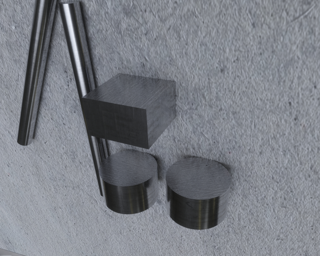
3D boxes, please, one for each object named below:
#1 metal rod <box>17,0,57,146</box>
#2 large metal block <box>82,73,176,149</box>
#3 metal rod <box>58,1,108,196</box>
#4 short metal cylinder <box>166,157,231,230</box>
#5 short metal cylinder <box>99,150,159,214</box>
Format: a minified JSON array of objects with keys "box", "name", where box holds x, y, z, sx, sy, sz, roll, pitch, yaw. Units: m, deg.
[{"box":[-0.183,-0.081,0.453,0.025,0.025,0.298,33,129,6],"name":"metal rod"},{"box":[-0.033,-0.024,0.374,0.080,0.080,0.050,12,123,22],"name":"large metal block"},{"box":[-0.099,-0.022,0.445,0.025,0.025,0.298,9,123,23],"name":"metal rod"},{"box":[0.048,0.082,0.397,0.080,0.080,0.050,12,124,21],"name":"short metal cylinder"},{"box":[-0.043,0.075,0.440,0.080,0.080,0.050,11,123,22],"name":"short metal cylinder"}]
